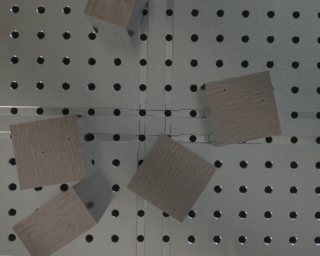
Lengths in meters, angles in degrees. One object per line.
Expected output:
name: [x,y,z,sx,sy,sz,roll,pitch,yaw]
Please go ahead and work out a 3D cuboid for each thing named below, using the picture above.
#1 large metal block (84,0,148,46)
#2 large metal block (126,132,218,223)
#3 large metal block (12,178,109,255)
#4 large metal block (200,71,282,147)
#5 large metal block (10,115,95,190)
large metal block: [-0.048,-0.157,0.385,0.050,0.080,0.080,19,90,0]
large metal block: [0.015,0.061,0.401,0.080,0.050,0.080,33,90,-1]
large metal block: [-0.118,0.108,0.384,0.080,0.080,0.050,-34,90,0]
large metal block: [0.102,-0.024,0.402,0.080,0.050,0.080,-11,90,-1]
large metal block: [-0.136,0.029,0.399,0.081,0.050,0.080,-9,90,-1]
